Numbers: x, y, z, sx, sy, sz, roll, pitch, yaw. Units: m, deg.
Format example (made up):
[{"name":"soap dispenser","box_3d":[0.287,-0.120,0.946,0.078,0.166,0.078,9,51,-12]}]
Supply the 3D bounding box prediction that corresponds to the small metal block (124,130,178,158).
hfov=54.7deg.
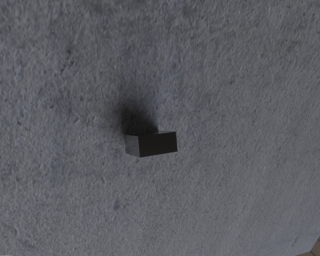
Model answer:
[{"name":"small metal block","box_3d":[-0.013,0.019,0.393,0.050,0.050,0.025,-7,95,-25]}]
